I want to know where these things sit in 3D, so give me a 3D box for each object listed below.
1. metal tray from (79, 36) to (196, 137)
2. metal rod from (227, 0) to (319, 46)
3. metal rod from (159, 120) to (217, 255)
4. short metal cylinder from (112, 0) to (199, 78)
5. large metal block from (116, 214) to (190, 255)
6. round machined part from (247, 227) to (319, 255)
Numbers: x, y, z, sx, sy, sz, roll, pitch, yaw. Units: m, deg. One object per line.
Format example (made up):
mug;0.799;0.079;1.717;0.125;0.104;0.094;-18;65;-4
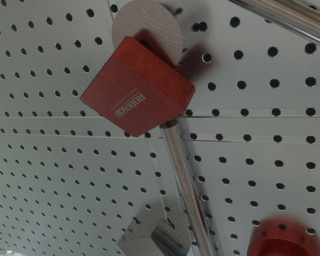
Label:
metal tray;-0.032;-0.039;0.357;0.090;0.030;0.130;35;152;-16
metal rod;0.038;-0.151;0.297;0.301;0.025;0.025;30;128;8
metal rod;0.053;0.126;0.459;0.025;0.025;0.298;-4;117;29
short metal cylinder;-0.004;-0.100;0.334;0.080;0.050;0.079;13;124;20
large metal block;-0.011;0.200;0.523;0.080;0.050;0.080;-26;105;36
round machined part;0.170;0.188;0.427;0.098;0.042;0.097;13;124;20
